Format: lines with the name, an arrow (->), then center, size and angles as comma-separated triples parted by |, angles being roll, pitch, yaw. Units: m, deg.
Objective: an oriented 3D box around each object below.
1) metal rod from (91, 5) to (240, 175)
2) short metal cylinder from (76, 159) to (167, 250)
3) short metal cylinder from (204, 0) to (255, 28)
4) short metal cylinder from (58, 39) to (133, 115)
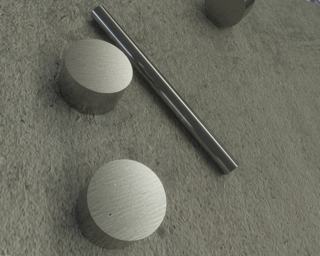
metal rod -> 0.003, -0.058, 0.440 | 0.025, 0.025, 0.300 | -34, 81, -38
short metal cylinder -> -0.040, 0.079, 0.318 | 0.081, 0.050, 0.080 | 14, 56, -21
short metal cylinder -> 0.131, -0.238, 0.584 | 0.080, 0.080, 0.050 | 42, 51, 1
short metal cylinder -> -0.080, -0.063, 0.382 | 0.081, 0.050, 0.080 | 14, 56, -21
